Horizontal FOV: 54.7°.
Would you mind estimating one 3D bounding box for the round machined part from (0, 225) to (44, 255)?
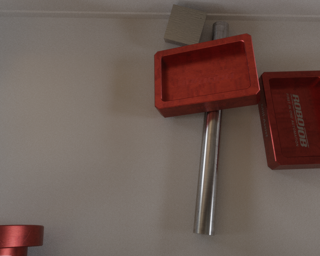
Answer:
[{"bbox_3d":[-0.175,0.127,0.323,0.099,0.098,0.042,-3,70,-2],"label":"round machined part"}]

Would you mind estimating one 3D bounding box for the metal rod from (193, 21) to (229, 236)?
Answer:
[{"bbox_3d":[0.071,-0.014,0.415,0.025,0.025,0.299,7,70,2],"label":"metal rod"}]

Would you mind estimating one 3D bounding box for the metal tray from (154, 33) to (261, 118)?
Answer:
[{"bbox_3d":[0.059,-0.068,0.409,0.130,0.030,0.090,-8,66,15],"label":"metal tray"}]

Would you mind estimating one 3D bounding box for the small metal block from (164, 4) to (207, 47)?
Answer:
[{"bbox_3d":[0.038,-0.147,0.455,0.050,0.025,0.050,16,93,5],"label":"small metal block"}]

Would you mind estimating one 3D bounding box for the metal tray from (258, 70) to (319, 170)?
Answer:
[{"bbox_3d":[0.184,-0.012,0.413,0.091,0.030,0.130,-2,70,-1],"label":"metal tray"}]
